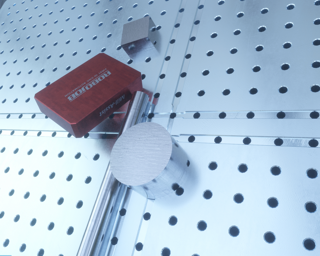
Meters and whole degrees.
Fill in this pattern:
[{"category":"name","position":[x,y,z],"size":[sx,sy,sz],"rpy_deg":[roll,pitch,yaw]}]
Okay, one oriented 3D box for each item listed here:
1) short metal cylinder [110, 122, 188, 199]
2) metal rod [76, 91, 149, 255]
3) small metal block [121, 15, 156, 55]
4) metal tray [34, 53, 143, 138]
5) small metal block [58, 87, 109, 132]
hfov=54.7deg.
[{"category":"short metal cylinder","position":[-0.013,0.040,0.375],"size":[0.080,0.050,0.080],"rpy_deg":[-13,56,21]},{"category":"metal rod","position":[-0.066,0.085,0.391],"size":[0.025,0.025,0.300],"rpy_deg":[2,62,29]},{"category":"small metal block","position":[-0.036,-0.156,0.523],"size":[0.050,0.025,0.050],"rpy_deg":[-11,57,22]},{"category":"metal tray","position":[-0.100,-0.053,0.451],"size":[0.090,0.030,0.131],"rpy_deg":[32,58,27]},{"category":"small metal block","position":[-0.115,-0.027,0.470],"size":[0.050,0.050,0.025],"rpy_deg":[-34,52,6]}]
